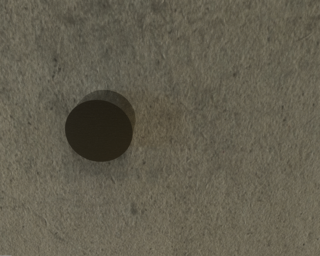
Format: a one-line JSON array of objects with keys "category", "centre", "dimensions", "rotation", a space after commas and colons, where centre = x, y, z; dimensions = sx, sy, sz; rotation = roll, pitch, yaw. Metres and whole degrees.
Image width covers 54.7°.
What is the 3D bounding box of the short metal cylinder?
[{"category": "short metal cylinder", "centre": [-0.073, -0.004, 0.394], "dimensions": [0.081, 0.050, 0.079], "rotation": [0, 110, -1]}]
